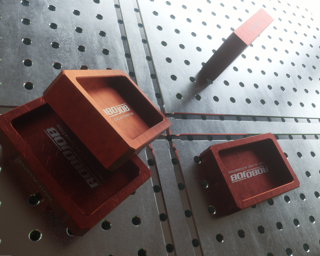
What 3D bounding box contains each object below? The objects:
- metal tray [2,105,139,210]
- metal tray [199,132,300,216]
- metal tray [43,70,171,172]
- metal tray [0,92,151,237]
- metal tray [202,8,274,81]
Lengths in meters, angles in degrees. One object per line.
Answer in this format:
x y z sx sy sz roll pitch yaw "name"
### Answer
-0.090 0.017 0.346 0.131 0.030 0.090 -32 80 -38 "metal tray"
0.129 0.060 0.439 0.131 0.030 0.090 -9 66 -32 "metal tray"
-0.043 -0.016 0.314 0.090 0.030 0.130 48 19 3 "metal tray"
-0.083 0.026 0.305 0.130 0.030 0.091 49 51 6 "metal tray"
0.133 -0.143 0.527 0.030 0.090 0.131 45 51 2 "metal tray"
